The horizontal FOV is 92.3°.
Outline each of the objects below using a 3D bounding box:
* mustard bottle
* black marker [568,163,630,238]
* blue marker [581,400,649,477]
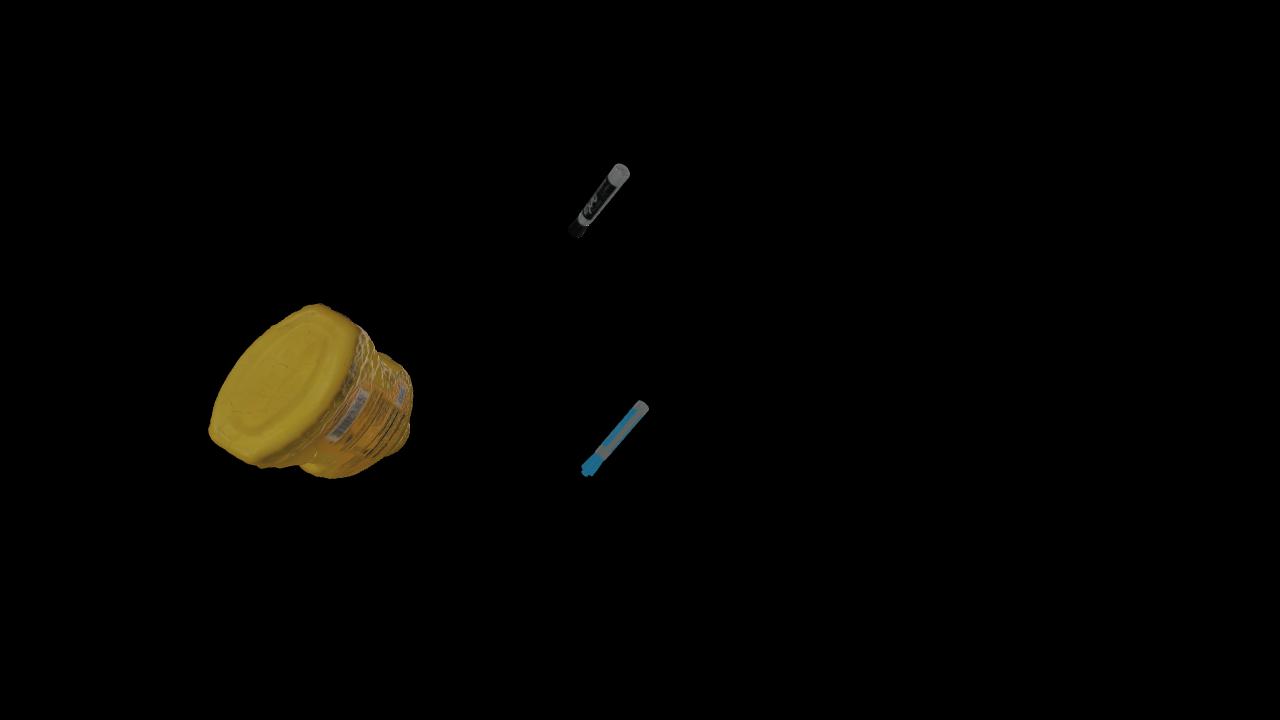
[{"bbox_3d":[-0.191,0.035,0.403,0.054,0.092,0.184,24,-16,3],"label":"mustard bottle"},{"bbox_3d":[-0.048,-0.171,0.675,0.020,0.020,0.121,0,-22,-33],"label":"black marker"},{"bbox_3d":[-0.031,0.098,0.770,0.121,0.020,0.020,-48,26,-26],"label":"blue marker"}]
